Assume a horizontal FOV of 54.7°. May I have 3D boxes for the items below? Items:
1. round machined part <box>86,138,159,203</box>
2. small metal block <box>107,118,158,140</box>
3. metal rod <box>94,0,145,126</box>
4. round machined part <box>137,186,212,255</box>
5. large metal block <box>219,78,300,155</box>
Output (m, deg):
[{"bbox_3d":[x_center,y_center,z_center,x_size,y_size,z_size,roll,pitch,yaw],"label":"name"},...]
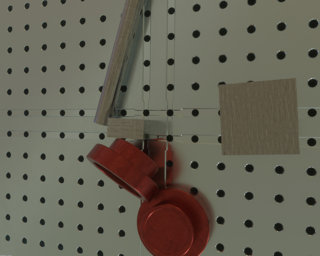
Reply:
[{"bbox_3d":[-0.041,0.049,0.395,0.098,0.098,0.042,31,72,17],"label":"round machined part"},{"bbox_3d":[-0.035,0.001,0.412,0.050,0.050,0.025,3,91,20],"label":"small metal block"},{"bbox_3d":[-0.041,-0.148,0.426,0.025,0.025,0.298,18,96,19],"label":"metal rod"},{"bbox_3d":[0.015,0.127,0.398,0.098,0.042,0.097,0,90,20],"label":"round machined part"},{"bbox_3d":[0.114,-0.011,0.359,0.080,0.050,0.080,-3,89,20],"label":"large metal block"}]
